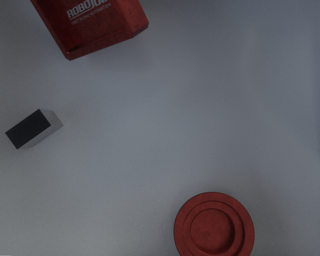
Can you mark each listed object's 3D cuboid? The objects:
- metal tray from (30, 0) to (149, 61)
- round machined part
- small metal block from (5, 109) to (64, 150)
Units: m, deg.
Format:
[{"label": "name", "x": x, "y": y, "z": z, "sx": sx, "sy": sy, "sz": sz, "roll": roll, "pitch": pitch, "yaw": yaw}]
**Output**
[{"label": "metal tray", "x": -0.084, "y": -0.134, "z": 0.351, "sx": 0.030, "sy": 0.130, "sz": 0.090, "roll": -48, "pitch": 120, "yaw": -38}, {"label": "round machined part", "x": 0.067, "y": 0.132, "z": 0.397, "sx": 0.099, "sy": 0.042, "sz": 0.098, "roll": 0, "pitch": 78, "yaw": 2}, {"label": "small metal block", "x": -0.159, "y": 0.001, "z": 0.397, "sx": 0.050, "sy": 0.050, "sz": 0.025, "roll": -36, "pitch": 90, "yaw": 0}]
